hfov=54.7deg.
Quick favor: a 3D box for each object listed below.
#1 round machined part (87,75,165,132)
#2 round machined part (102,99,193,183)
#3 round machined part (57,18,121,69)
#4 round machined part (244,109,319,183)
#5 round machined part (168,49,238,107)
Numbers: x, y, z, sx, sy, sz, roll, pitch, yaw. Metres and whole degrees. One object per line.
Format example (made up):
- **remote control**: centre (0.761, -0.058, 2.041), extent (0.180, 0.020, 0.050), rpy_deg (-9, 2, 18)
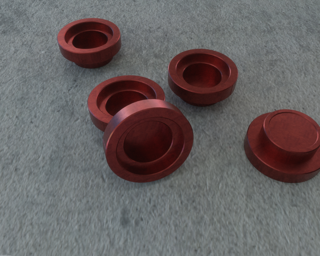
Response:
- **round machined part**: centre (-0.042, -0.024, 0.408), extent (0.099, 0.042, 0.098), rpy_deg (0, 45, 1)
- **round machined part**: centre (-0.016, 0.011, 0.350), extent (0.099, 0.097, 0.042), rpy_deg (-14, 35, -12)
- **round machined part**: centre (-0.112, -0.134, 0.503), extent (0.099, 0.042, 0.098), rpy_deg (0, 50, 0)
- **round machined part**: centre (0.158, 0.015, 0.382), extent (0.099, 0.042, 0.098), rpy_deg (0, 50, 0)
- **round machined part**: centre (0.061, -0.069, 0.451), extent (0.099, 0.042, 0.098), rpy_deg (0, 50, 0)
